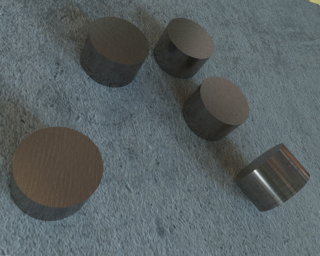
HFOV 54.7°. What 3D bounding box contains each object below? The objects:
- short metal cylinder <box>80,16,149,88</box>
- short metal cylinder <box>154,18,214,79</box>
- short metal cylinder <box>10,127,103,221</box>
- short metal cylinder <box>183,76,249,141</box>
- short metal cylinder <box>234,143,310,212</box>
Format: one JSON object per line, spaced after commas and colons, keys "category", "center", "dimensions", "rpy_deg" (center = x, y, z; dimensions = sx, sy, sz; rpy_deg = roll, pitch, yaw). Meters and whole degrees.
{"category": "short metal cylinder", "center": [-0.061, -0.102, 0.417], "dimensions": [0.081, 0.050, 0.080], "rpy_deg": [14, 56, -21]}
{"category": "short metal cylinder", "center": [0.037, -0.124, 0.483], "dimensions": [0.081, 0.050, 0.080], "rpy_deg": [14, 56, -21]}
{"category": "short metal cylinder", "center": [-0.102, 0.045, 0.305], "dimensions": [0.081, 0.050, 0.080], "rpy_deg": [14, 56, -21]}
{"category": "short metal cylinder", "center": [0.080, -0.027, 0.447], "dimensions": [0.081, 0.050, 0.080], "rpy_deg": [14, 56, -21]}
{"category": "short metal cylinder", "center": [0.146, 0.064, 0.407], "dimensions": [0.081, 0.080, 0.050], "rpy_deg": [-32, 80, -38]}
